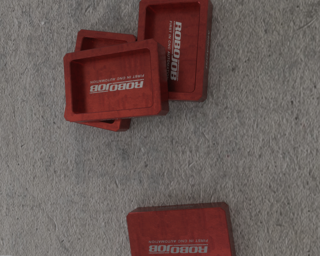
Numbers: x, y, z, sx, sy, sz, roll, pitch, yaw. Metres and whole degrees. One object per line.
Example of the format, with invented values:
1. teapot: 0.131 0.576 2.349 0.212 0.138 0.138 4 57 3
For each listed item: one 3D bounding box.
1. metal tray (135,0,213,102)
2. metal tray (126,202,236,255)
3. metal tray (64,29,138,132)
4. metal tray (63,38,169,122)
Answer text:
1. metal tray: 0.017 -0.100 0.400 0.090 0.030 0.129 4 91 19
2. metal tray: 0.027 0.146 0.397 0.130 0.030 0.089 -9 87 19
3. metal tray: -0.079 -0.066 0.434 0.090 0.030 0.129 12 94 19
4. metal tray: -0.057 -0.056 0.393 0.130 0.030 0.089 -4 89 19
